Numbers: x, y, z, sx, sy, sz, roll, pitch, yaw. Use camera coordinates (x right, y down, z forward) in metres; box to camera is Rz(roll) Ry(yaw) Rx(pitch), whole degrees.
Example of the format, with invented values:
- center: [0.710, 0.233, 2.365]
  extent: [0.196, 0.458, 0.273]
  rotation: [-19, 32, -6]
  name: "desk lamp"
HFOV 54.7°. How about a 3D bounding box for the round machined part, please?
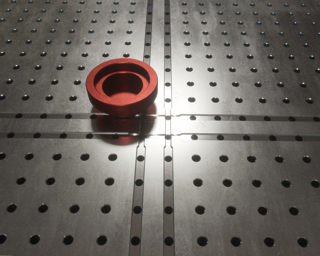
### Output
- center: [-0.052, -0.053, 0.440]
  extent: [0.099, 0.042, 0.098]
  rotation: [0, 50, 0]
  name: "round machined part"
